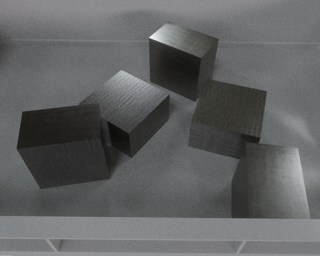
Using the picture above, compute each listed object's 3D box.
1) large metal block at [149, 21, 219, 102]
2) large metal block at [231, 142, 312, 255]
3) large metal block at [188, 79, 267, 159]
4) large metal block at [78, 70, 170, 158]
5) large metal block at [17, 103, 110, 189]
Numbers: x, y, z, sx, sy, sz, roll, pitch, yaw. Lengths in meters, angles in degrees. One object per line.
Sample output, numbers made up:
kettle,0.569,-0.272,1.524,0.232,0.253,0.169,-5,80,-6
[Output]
large metal block,0.032,-0.096,0.451,0.080,0.080,0.050,27,55,20
large metal block,0.104,0.072,0.310,0.050,0.080,0.080,6,50,5
large metal block,0.087,-0.012,0.400,0.080,0.050,0.080,14,51,11
large metal block,-0.044,-0.021,0.406,0.080,0.050,0.080,29,56,22
large metal block,-0.103,0.022,0.350,0.081,0.080,0.050,-7,51,-7
